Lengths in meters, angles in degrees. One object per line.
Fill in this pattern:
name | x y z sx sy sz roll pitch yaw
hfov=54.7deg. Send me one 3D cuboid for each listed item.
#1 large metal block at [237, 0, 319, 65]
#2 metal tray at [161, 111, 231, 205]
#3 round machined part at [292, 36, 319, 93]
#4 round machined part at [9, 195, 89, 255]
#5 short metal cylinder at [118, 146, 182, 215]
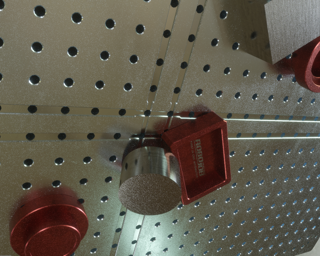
large metal block | 0.152 -0.141 0.391 0.080 0.050 0.080 -32 129 -8
metal tray | 0.059 0.048 0.469 0.091 0.030 0.129 -24 127 -14
round machined part | 0.240 -0.106 0.466 0.099 0.042 0.097 -14 124 -21
round machined part | -0.143 0.139 0.408 0.099 0.042 0.097 -14 124 -21
short metal cylinder | -0.013 0.071 0.413 0.081 0.050 0.079 0 127 0
